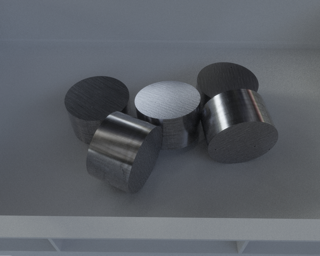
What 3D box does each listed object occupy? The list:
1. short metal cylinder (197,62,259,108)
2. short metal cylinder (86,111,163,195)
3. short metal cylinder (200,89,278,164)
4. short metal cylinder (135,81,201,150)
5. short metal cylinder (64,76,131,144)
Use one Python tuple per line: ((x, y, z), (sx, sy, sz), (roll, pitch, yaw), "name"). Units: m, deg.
((0.089, -0.046, 0.428), (0.080, 0.050, 0.080), (0, 50, 0), "short metal cylinder")
((-0.037, 0.027, 0.346), (0.050, 0.080, 0.080), (21, 53, 16), "short metal cylinder")
((0.092, 0.000, 0.370), (0.081, 0.080, 0.050), (-4, 50, -4), "short metal cylinder")
((0.011, -0.017, 0.395), (0.080, 0.050, 0.080), (-3, 41, 3), "short metal cylinder")
((-0.079, -0.023, 0.408), (0.080, 0.050, 0.080), (0, 50, 0), "short metal cylinder")
